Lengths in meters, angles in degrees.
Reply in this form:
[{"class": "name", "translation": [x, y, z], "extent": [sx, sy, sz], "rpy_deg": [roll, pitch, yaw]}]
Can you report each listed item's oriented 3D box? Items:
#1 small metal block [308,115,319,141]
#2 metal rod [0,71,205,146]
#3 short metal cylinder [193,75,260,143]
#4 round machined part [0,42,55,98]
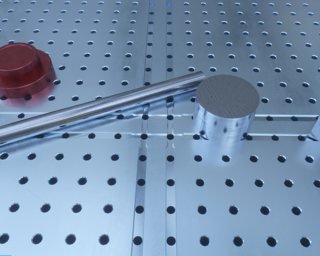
[{"class": "small metal block", "translation": [0.224, -0.015, 0.405], "extent": [0.025, 0.050, 0.050], "rpy_deg": [29, 56, 22]}, {"class": "metal rod", "translation": [-0.075, -0.031, 0.432], "extent": [0.302, 0.025, 0.025], "rpy_deg": [-18, 52, -15]}, {"class": "short metal cylinder", "translation": [0.086, -0.026, 0.414], "extent": [0.081, 0.050, 0.080], "rpy_deg": [0, 50, 0]}, {"class": "round machined part", "translation": [-0.217, -0.094, 0.474], "extent": [0.099, 0.042, 0.098], "rpy_deg": [0, 50, 0]}]
